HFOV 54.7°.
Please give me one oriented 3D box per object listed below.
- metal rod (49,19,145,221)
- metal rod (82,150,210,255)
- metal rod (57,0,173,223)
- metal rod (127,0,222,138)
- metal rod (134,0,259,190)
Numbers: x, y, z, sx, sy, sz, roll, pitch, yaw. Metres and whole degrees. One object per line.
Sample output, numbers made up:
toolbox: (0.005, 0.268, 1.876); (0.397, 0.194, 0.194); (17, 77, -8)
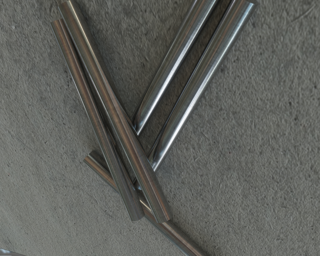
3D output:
metal rod: (-0.081, 0.000, 0.433); (0.025, 0.025, 0.298); (-8, 110, 32)
metal rod: (-0.005, 0.146, 0.499); (0.300, 0.025, 0.025); (43, 129, -2)
metal rod: (-0.053, -0.014, 0.396); (0.025, 0.025, 0.299); (-18, 100, 35)
metal rod: (0.016, -0.077, 0.350); (0.025, 0.025, 0.298); (36, 129, 4)
metal rod: (0.026, -0.019, 0.381); (0.025, 0.025, 0.298); (33, 129, 6)
